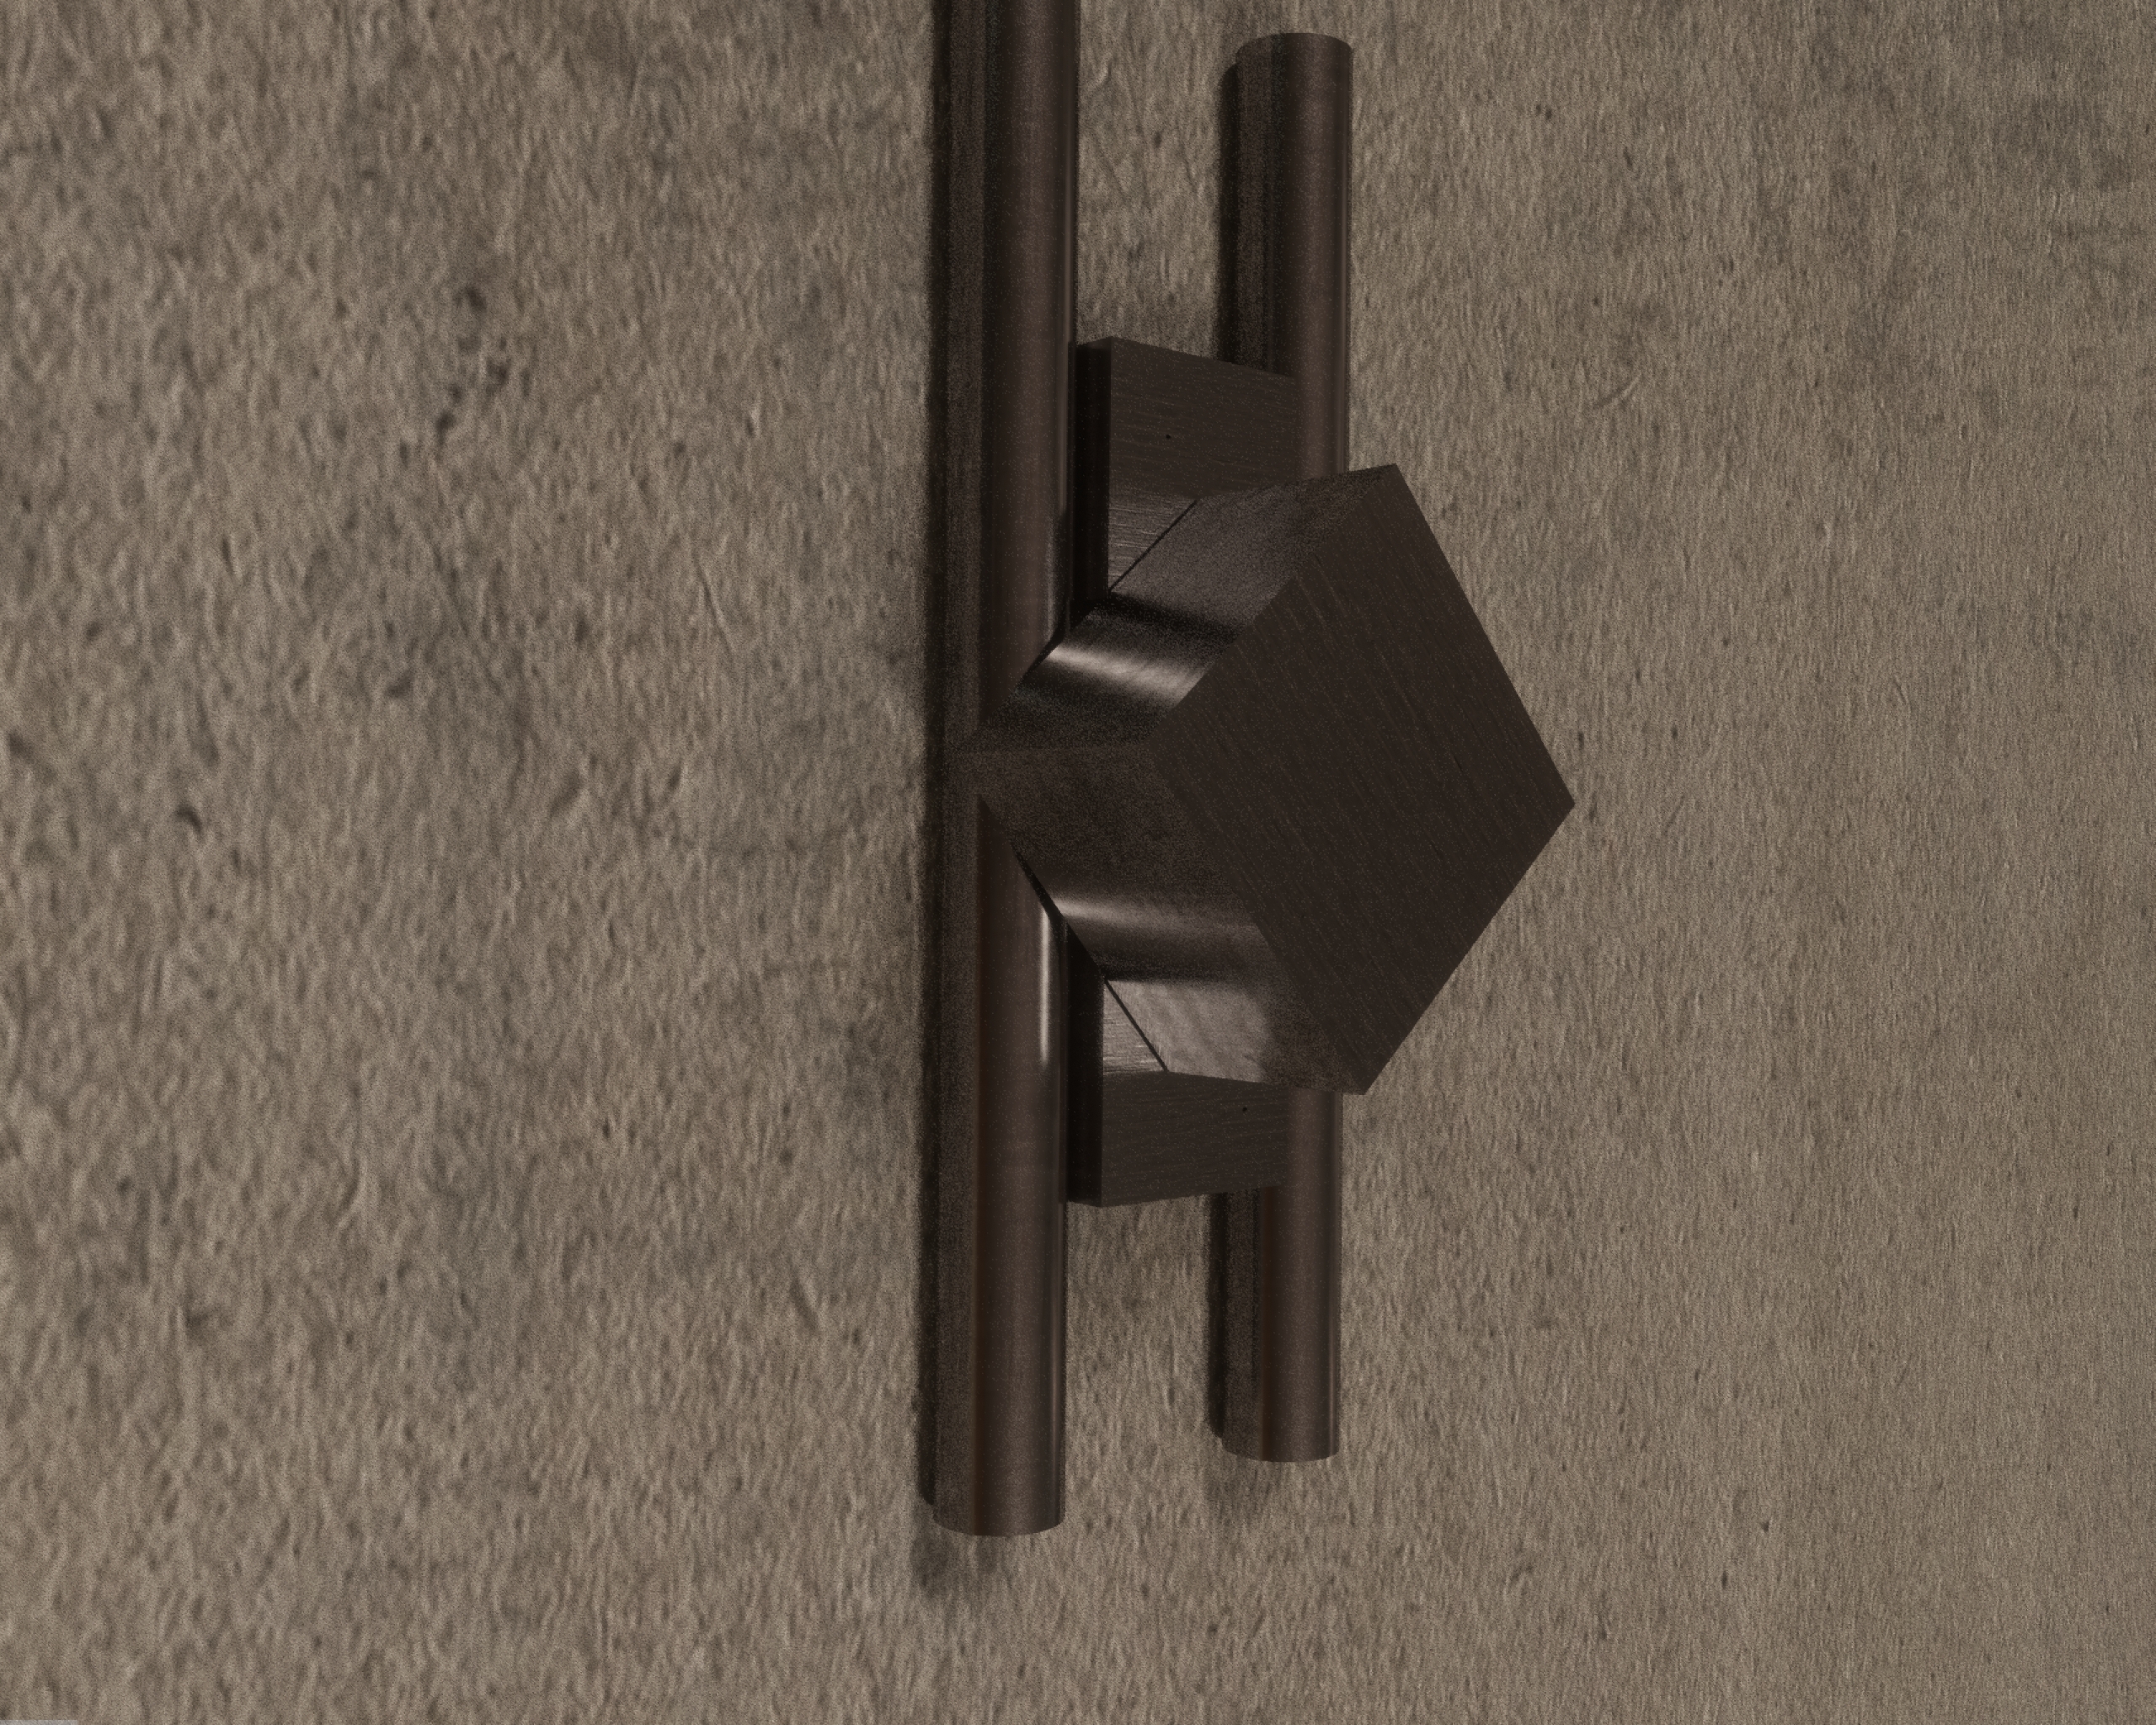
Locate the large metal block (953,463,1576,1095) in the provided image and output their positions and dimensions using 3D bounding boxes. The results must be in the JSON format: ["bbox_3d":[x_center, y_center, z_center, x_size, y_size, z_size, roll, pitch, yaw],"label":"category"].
[{"bbox_3d":[0.037,-0.015,0.388,0.080,0.050,0.080,-49,119,-29],"label":"large metal block"}]

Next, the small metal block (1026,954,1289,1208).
[{"bbox_3d":[0.016,0.041,0.420,0.050,0.025,0.050,1,90,-40],"label":"small metal block"}]

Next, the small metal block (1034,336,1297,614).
[{"bbox_3d":[0.017,-0.075,0.421,0.050,0.025,0.050,1,90,-40],"label":"small metal block"}]

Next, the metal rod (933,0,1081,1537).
[{"bbox_3d":[-0.013,-0.025,0.397,0.025,0.025,0.298,1,90,-40],"label":"metal rod"}]

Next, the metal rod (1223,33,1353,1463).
[{"bbox_3d":[0.045,-0.024,0.447,0.025,0.025,0.298,1,90,-40],"label":"metal rod"}]
